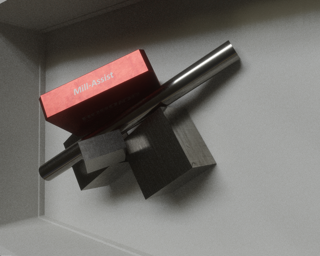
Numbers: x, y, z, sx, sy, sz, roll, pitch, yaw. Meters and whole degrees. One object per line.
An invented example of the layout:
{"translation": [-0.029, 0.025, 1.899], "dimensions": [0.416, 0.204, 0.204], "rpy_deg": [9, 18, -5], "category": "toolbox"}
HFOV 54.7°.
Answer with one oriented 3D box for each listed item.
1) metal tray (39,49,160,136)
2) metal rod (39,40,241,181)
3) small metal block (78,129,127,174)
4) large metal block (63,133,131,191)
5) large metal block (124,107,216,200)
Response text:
{"translation": [-0.064, -0.038, 0.379], "dimensions": [0.130, 0.090, 0.030], "rpy_deg": [-25, 73, 3], "category": "metal tray"}
{"translation": [-0.039, -0.011, 0.387], "dimensions": [0.300, 0.025, 0.025], "rpy_deg": [-32, 70, 19], "category": "metal rod"}
{"translation": [-0.070, 0.029, 0.381], "dimensions": [0.050, 0.050, 0.025], "rpy_deg": [110, 138, -64], "category": "small metal block"}
{"translation": [-0.089, 0.035, 0.457], "dimensions": [0.080, 0.050, 0.080], "rpy_deg": [-41, 66, 32], "category": "large metal block"}
{"translation": [0.008, 0.030, 0.381], "dimensions": [0.080, 0.050, 0.080], "rpy_deg": [-41, 66, 32], "category": "large metal block"}
